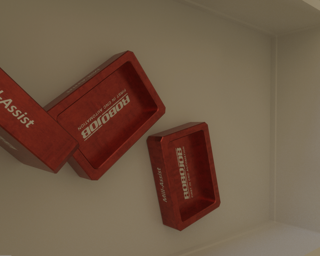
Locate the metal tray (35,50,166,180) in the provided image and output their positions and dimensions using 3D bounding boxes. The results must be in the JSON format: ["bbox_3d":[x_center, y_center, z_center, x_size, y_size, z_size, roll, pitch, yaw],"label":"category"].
[{"bbox_3d":[-0.060,-0.017,0.352,0.131,0.030,0.090,-46,118,-30],"label":"metal tray"}]

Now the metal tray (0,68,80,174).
[{"bbox_3d":[-0.136,-0.019,0.249,0.130,0.090,0.030,50,60,-28],"label":"metal tray"}]

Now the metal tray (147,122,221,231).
[{"bbox_3d":[0.036,0.064,0.433,0.091,0.030,0.129,-18,102,-39],"label":"metal tray"}]
